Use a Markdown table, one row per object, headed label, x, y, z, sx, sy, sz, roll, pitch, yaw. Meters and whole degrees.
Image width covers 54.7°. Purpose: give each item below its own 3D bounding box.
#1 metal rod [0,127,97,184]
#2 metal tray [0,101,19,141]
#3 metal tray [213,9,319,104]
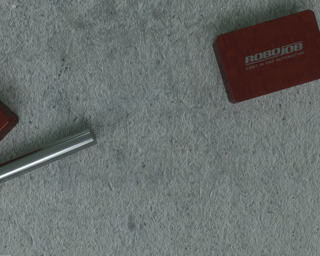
| label | x | y | z | sx | sy | sz | roll | pitch | yaw |
| --- | --- | --- | --- | --- | --- | --- | --- | --- | --- |
| metal rod | -0.227 | 0.067 | 0.407 | 0.301 | 0.025 | 0.025 | -23 | 90 | -1 |
| metal tray | -0.266 | -0.023 | 0.404 | 0.130 | 0.030 | 0.090 | 43 | 90 | -1 |
| metal tray | 0.146 | -0.092 | 0.409 | 0.131 | 0.030 | 0.090 | -16 | 90 | -1 |
